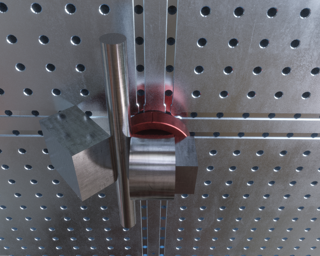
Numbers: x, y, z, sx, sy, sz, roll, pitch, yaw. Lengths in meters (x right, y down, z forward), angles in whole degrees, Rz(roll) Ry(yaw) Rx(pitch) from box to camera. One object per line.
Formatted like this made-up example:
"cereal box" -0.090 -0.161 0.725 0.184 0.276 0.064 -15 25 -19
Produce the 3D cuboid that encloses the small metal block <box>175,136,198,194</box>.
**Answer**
"small metal block" 0.029 0.045 0.379 0.025 0.050 0.050 1 130 -1

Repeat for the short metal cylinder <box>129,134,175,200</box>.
"short metal cylinder" -0.009 0.047 0.376 0.050 0.080 0.079 1 130 -1

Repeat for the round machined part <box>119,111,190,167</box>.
"round machined part" -0.009 0.016 0.413 0.099 0.042 0.097 -1 130 0

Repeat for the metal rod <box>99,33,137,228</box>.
"metal rod" -0.046 0.031 0.383 0.025 0.025 0.298 0 130 -1

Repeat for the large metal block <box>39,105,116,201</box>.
"large metal block" -0.103 0.031 0.392 0.050 0.080 0.079 -29 139 -31
